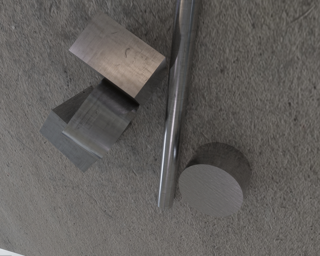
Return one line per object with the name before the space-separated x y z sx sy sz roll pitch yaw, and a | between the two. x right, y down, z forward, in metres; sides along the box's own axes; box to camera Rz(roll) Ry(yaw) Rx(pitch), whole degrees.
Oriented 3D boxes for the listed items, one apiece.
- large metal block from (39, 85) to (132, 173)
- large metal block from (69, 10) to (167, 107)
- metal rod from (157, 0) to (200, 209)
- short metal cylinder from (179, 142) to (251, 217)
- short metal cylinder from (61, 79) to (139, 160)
large metal block | -0.099 0.000 0.423 0.080 0.080 0.050 44 129 -2
large metal block | -0.040 -0.071 0.340 0.080 0.080 0.050 37 89 3
metal rod | 0.018 -0.009 0.391 0.025 0.025 0.298 17 125 18
short metal cylinder | 0.070 0.065 0.394 0.080 0.050 0.079 13 124 21
short metal cylinder | -0.068 -0.010 0.357 0.050 0.080 0.080 37 130 -11
